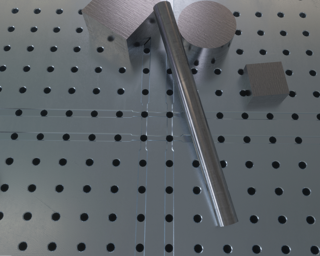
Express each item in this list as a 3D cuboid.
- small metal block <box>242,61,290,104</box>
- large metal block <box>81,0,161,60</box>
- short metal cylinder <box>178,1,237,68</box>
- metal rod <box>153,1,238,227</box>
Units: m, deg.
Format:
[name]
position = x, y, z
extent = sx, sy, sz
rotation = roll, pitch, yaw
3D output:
[small metal block]
position = 0.148, -0.064, 0.436
extent = 0.050, 0.025, 0.050
rotation = -5, 70, -2
[large metal block]
position = -0.053, -0.162, 0.457
extent = 0.080, 0.050, 0.080
rotation = 35, 74, 12
[short metal cylinder]
position = 0.065, -0.135, 0.448
extent = 0.081, 0.050, 0.080
rotation = 0, 70, 0
[metal rod]
position = 0.042, -0.027, 0.399
extent = 0.025, 0.025, 0.299
rotation = -15, 79, -5
